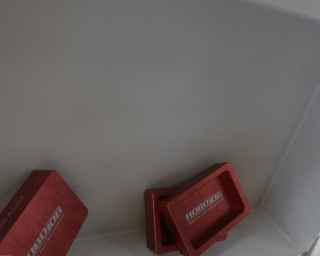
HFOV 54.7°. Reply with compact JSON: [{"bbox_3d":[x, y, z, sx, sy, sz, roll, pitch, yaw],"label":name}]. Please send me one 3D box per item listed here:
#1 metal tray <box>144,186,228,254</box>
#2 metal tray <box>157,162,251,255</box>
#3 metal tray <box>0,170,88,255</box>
[{"bbox_3d":[0.042,0.136,0.483,0.131,0.030,0.090,1,81,-29],"label":"metal tray"},{"bbox_3d":[0.070,0.119,0.467,0.131,0.030,0.090,-27,95,-30],"label":"metal tray"},{"bbox_3d":[-0.142,0.123,0.349,0.090,0.030,0.130,65,34,-36],"label":"metal tray"}]
